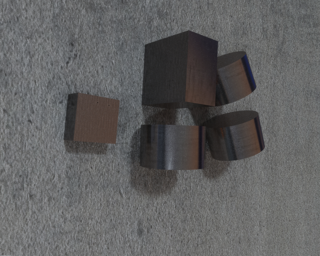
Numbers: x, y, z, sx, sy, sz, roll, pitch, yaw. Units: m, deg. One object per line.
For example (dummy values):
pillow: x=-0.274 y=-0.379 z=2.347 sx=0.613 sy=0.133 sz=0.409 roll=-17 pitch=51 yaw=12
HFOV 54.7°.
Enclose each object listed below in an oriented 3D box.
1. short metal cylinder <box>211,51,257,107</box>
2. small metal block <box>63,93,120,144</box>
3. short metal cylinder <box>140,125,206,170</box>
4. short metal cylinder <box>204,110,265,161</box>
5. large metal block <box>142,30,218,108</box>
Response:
short metal cylinder: x=0.091 y=-0.071 z=0.445 sx=0.080 sy=0.080 sz=0.050 roll=-37 pitch=113 yaw=-34
small metal block: x=-0.075 y=-0.009 z=0.342 sx=0.050 sy=0.025 sz=0.050 roll=8 pitch=85 yaw=-40
short metal cylinder: x=0.016 y=0.022 z=0.382 sx=0.081 sy=0.080 sz=0.050 roll=2 pitch=89 yaw=-40
short metal cylinder: x=0.110 y=0.010 z=0.461 sx=0.081 sy=0.080 sz=0.050 roll=-25 pitch=106 yaw=-37
large metal block: x=0.023 y=-0.068 z=0.388 sx=0.050 sy=0.080 sz=0.080 roll=5 pitch=87 yaw=-40
